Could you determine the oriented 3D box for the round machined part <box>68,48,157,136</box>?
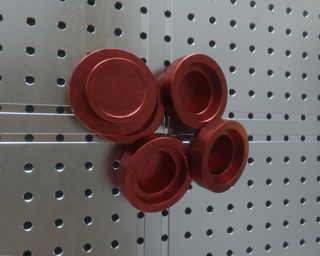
[{"bbox_3d":[-0.049,-0.040,0.341,0.099,0.042,0.097,0,90,-21],"label":"round machined part"}]

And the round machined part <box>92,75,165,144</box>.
[{"bbox_3d":[-0.046,-0.029,0.387,0.099,0.042,0.097,0,90,-21],"label":"round machined part"}]

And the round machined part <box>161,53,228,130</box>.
[{"bbox_3d":[0.041,-0.046,0.410,0.099,0.042,0.097,-1,92,-37],"label":"round machined part"}]

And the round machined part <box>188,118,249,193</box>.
[{"bbox_3d":[0.074,0.034,0.420,0.099,0.042,0.097,-12,108,-39],"label":"round machined part"}]

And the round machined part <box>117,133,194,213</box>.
[{"bbox_3d":[-0.009,0.053,0.392,0.099,0.042,0.097,-9,109,-28],"label":"round machined part"}]
